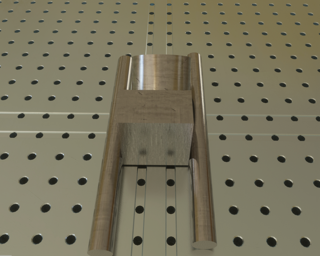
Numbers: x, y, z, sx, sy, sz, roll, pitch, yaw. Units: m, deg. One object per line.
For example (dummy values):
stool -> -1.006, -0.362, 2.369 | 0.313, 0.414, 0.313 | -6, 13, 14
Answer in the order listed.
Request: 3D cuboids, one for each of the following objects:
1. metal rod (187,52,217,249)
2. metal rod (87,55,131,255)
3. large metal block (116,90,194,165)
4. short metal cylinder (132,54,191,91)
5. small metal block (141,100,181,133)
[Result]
metal rod -> 0.050, 0.002, 0.406 | 0.025, 0.025, 0.300 | 2, 50, 1
metal rod -> -0.057, 0.008, 0.400 | 0.025, 0.025, 0.300 | 1, 50, 0
large metal block -> -0.005, 0.001, 0.368 | 0.081, 0.080, 0.050 | 1, 50, 0
short metal cylinder -> 0.002, -0.070, 0.422 | 0.081, 0.050, 0.080 | 1, 6, 0
small metal block -> 0.001, -0.017, 0.405 | 0.050, 0.050, 0.025 | 1, 50, 0
